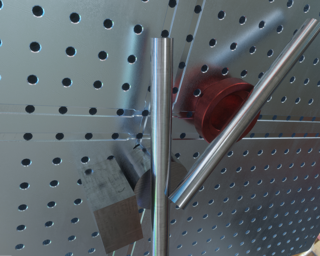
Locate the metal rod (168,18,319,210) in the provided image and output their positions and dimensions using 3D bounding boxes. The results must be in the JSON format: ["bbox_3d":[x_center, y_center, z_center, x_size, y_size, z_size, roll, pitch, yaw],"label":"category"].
[{"bbox_3d":[0.113,-0.023,0.398,0.300,0.025,0.025,-51,130,-8],"label":"metal rod"}]

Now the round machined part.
[{"bbox_3d":[0.090,-0.025,0.436,0.099,0.042,0.097,-14,124,-21],"label":"round machined part"}]

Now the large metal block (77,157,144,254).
[{"bbox_3d":[-0.065,0.099,0.403,0.050,0.080,0.079,-19,126,-18],"label":"large metal block"}]

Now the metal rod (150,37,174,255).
[{"bbox_3d":[0.001,0.045,0.378,0.025,0.025,0.298,-8,111,-24],"label":"metal rod"}]

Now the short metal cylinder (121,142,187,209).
[{"bbox_3d":[-0.008,0.066,0.433,0.081,0.050,0.079,-14,125,-21],"label":"short metal cylinder"}]
